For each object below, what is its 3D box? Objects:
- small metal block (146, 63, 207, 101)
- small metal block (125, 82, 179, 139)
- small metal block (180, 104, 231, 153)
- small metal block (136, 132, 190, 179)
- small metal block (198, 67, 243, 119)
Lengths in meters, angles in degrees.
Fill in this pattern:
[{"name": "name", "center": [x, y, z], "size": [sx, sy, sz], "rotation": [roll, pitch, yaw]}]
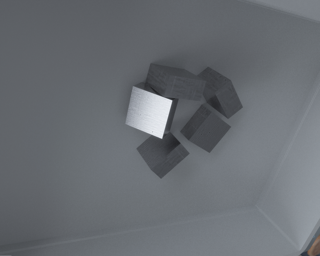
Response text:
[{"name": "small metal block", "center": [0.018, -0.055, 0.369], "size": [0.050, 0.050, 0.025], "rotation": [3, 114, -30]}, {"name": "small metal block", "center": [-0.010, -0.022, 0.373], "size": [0.025, 0.050, 0.050], "rotation": [-41, 149, -60]}, {"name": "small metal block", "center": [0.066, 0.002, 0.448], "size": [0.050, 0.025, 0.050], "rotation": [31, 101, -38]}, {"name": "small metal block", "center": [0.003, 0.031, 0.415], "size": [0.050, 0.050, 0.025], "rotation": [-41, 130, 0]}, {"name": "small metal block", "center": [0.077, -0.047, 0.408], "size": [0.025, 0.050, 0.050], "rotation": [-39, 130, -2]}]
